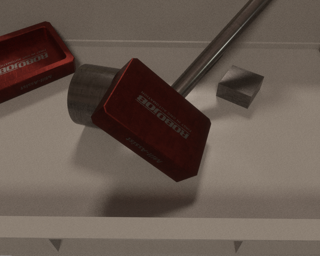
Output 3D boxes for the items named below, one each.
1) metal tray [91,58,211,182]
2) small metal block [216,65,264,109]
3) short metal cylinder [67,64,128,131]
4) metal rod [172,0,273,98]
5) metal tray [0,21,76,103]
[{"bbox_3d":[-0.003,-0.008,0.361,0.130,0.030,0.090,38,50,-19],"label":"metal tray"},{"bbox_3d":[0.118,-0.062,0.459,0.050,0.025,0.050,26,55,20],"label":"small metal block"},{"bbox_3d":[-0.075,-0.039,0.399,0.050,0.080,0.080,11,51,14],"label":"short metal cylinder"},{"bbox_3d":[0.087,-0.118,0.426,0.025,0.025,0.300,39,84,27],"label":"metal rod"},{"bbox_3d":[-0.208,-0.102,0.469,0.131,0.030,0.090,-29,72,-23],"label":"metal tray"}]
